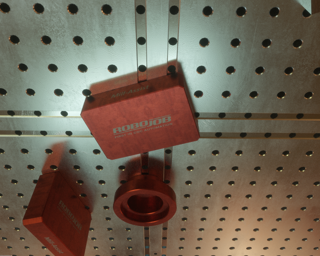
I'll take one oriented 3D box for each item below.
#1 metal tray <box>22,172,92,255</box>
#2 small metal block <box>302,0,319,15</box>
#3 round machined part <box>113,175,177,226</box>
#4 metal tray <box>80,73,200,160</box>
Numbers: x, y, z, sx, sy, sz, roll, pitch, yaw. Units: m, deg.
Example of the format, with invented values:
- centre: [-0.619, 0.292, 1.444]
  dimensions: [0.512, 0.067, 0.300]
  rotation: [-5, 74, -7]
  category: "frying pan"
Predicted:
- centre: [-0.155, 0.144, 0.489]
  dimensions: [0.030, 0.090, 0.129]
  rotation: [-12, 129, 10]
  category: "metal tray"
- centre: [0.164, -0.143, 0.292]
  dimensions: [0.050, 0.025, 0.050]
  rotation: [-14, 129, 11]
  category: "small metal block"
- centre: [-0.023, 0.112, 0.496]
  dimensions: [0.099, 0.042, 0.097]
  rotation: [0, 130, 0]
  category: "round machined part"
- centre: [-0.022, -0.011, 0.399]
  dimensions: [0.130, 0.030, 0.090]
  rotation: [-14, 129, 11]
  category: "metal tray"
